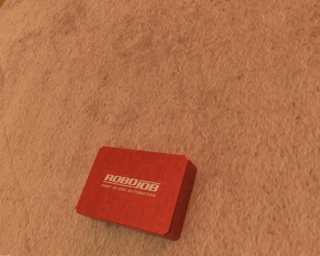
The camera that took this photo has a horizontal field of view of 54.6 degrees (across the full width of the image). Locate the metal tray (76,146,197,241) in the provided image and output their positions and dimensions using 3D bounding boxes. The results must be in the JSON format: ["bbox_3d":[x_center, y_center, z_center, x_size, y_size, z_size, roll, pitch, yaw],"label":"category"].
[{"bbox_3d":[-0.029,0.073,0.372,0.130,0.030,0.090,4,64,30],"label":"metal tray"}]
